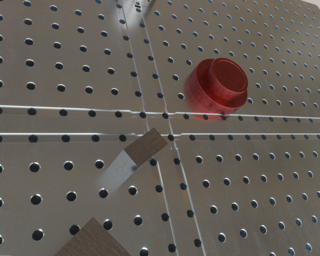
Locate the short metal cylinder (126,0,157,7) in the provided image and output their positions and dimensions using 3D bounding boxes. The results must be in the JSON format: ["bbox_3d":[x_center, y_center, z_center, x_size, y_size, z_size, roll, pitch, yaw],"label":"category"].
[{"bbox_3d":[-0.032,-0.257,0.531,0.081,0.050,0.080,14,56,-21],"label":"short metal cylinder"}]

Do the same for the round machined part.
[{"bbox_3d":[0.101,-0.073,0.496,0.099,0.042,0.098,14,56,-21],"label":"round machined part"}]

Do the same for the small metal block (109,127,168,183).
[{"bbox_3d":[-0.025,0.032,0.359,0.025,0.050,0.050,49,51,6],"label":"small metal block"}]

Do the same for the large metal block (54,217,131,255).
[{"bbox_3d":[-0.065,0.141,0.271,0.080,0.050,0.080,45,51,3],"label":"large metal block"}]
